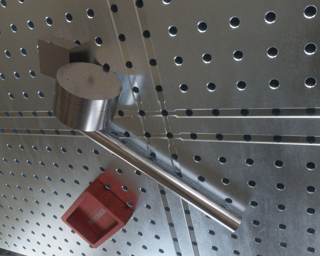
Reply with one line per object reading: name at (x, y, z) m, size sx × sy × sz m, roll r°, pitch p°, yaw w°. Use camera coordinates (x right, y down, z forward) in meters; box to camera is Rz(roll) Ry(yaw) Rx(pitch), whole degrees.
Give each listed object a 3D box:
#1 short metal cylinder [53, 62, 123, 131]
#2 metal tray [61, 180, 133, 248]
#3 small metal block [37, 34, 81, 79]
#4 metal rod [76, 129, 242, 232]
short metal cylinder at (-0.093, -0.041, 0.398) m, size 0.080 × 0.080 × 0.050 m, roll 30°, pitch 128°, yaw 9°
metal tray at (-0.118, 0.161, 0.567) m, size 0.090 × 0.030 × 0.129 m, roll 42°, pitch 129°, yaw -1°
small metal block at (-0.136, -0.094, 0.423) m, size 0.050 × 0.025 × 0.050 m, roll 21°, pitch 126°, yaw 15°
metal rod at (-0.017, 0.057, 0.453) m, size 0.301 × 0.025 × 0.025 m, roll 32°, pitch 128°, yaw 6°
